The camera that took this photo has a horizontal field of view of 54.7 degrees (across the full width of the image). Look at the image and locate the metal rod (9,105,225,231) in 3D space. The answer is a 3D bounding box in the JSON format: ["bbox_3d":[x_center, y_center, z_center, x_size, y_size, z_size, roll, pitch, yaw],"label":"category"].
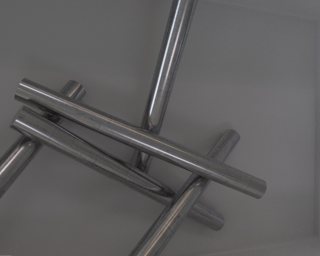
[{"bbox_3d":[-0.028,0.062,0.369,0.301,0.025,0.025,34,79,-29],"label":"metal rod"}]

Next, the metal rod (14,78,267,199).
[{"bbox_3d":[-0.009,0.018,0.353,0.302,0.025,0.025,24,82,-13],"label":"metal rod"}]

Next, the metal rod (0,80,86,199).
[{"bbox_3d":[-0.162,0.060,0.291,0.025,0.025,0.301,40,54,-16],"label":"metal rod"}]

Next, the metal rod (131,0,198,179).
[{"bbox_3d":[0.007,-0.066,0.346,0.025,0.025,0.298,8,113,-20],"label":"metal rod"}]

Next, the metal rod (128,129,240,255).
[{"bbox_3d":[0.021,0.093,0.356,0.302,0.025,0.025,-44,105,-39],"label":"metal rod"}]
